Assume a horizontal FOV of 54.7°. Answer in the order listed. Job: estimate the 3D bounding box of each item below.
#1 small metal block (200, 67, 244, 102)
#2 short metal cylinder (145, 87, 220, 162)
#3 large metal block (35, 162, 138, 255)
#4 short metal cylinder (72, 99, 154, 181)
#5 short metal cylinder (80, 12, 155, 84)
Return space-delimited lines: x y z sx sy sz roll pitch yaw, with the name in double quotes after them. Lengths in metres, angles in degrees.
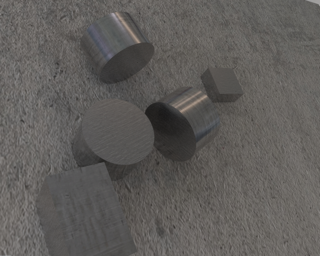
0.100 -0.069 0.500 0.050 0.025 0.050 -4 64 -30 "small metal block"
0.027 -0.005 0.386 0.050 0.080 0.080 -34 81 -38 "short metal cylinder"
-0.071 0.087 0.277 0.050 0.080 0.080 -12 68 -33 "large metal block"
-0.053 0.014 0.351 0.081 0.050 0.080 14 56 -21 "short metal cylinder"
-0.055 -0.102 0.401 0.081 0.080 0.050 -24 75 -37 "short metal cylinder"
